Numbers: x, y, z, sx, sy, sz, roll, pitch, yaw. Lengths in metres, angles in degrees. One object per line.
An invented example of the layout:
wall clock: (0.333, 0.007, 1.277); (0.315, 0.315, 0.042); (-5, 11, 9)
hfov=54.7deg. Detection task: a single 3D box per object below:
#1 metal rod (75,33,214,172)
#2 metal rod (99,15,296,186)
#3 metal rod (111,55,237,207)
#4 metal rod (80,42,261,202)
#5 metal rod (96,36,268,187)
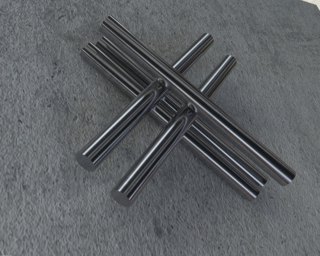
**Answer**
metal rod: (0.000, -0.054, 0.407); (0.025, 0.025, 0.301); (41, 51, -1)
metal rod: (0.047, -0.033, 0.388); (0.300, 0.025, 0.025); (40, 51, -1)
metal rod: (0.036, -0.018, 0.405); (0.025, 0.025, 0.301); (41, 51, -1)
metal rod: (0.014, -0.008, 0.419); (0.300, 0.025, 0.025); (41, 51, -1)
metal rod: (0.030, -0.020, 0.435); (0.300, 0.025, 0.025); (41, 51, -1)
